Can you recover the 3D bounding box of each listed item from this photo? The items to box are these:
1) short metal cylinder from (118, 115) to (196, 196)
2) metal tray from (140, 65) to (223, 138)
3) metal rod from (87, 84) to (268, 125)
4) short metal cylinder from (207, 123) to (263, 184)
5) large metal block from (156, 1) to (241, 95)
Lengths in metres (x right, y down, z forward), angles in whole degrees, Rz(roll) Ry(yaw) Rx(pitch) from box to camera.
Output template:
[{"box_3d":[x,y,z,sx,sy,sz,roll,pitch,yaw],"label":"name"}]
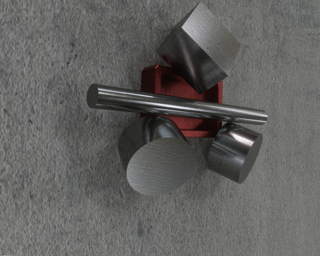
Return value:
[{"box_3d":[-0.005,0.032,0.362,0.081,0.050,0.079,-9,123,-15],"label":"short metal cylinder"},{"box_3d":[0.034,-0.032,0.431,0.131,0.030,0.089,2,89,-40],"label":"metal tray"},{"box_3d":[0.048,-0.025,0.407,0.302,0.025,0.025,4,88,-40],"label":"metal rod"},{"box_3d":[0.113,0.036,0.463,0.080,0.050,0.079,-41,144,-39],"label":"short metal cylinder"},{"box_3d":[0.053,-0.105,0.406,0.080,0.050,0.080,42,47,-14],"label":"large metal block"}]
